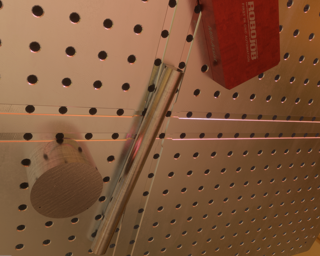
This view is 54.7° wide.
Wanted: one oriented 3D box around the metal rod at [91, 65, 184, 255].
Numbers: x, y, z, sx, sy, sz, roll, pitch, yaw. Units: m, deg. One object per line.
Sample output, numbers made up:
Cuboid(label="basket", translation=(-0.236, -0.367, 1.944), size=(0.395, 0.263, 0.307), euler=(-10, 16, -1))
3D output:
Cuboid(label="metal rod", translation=(-0.038, 0.057, 0.426), size=(0.025, 0.025, 0.298), euler=(10, 113, -33))

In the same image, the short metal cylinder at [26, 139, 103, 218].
Cuboid(label="short metal cylinder", translation=(-0.115, 0.060, 0.371), size=(0.081, 0.050, 0.079), euler=(-14, 125, -21))

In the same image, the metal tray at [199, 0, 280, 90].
Cuboid(label="metal tray", translation=(0.104, -0.124, 0.391), size=(0.091, 0.030, 0.129), euler=(-28, 128, -11))
